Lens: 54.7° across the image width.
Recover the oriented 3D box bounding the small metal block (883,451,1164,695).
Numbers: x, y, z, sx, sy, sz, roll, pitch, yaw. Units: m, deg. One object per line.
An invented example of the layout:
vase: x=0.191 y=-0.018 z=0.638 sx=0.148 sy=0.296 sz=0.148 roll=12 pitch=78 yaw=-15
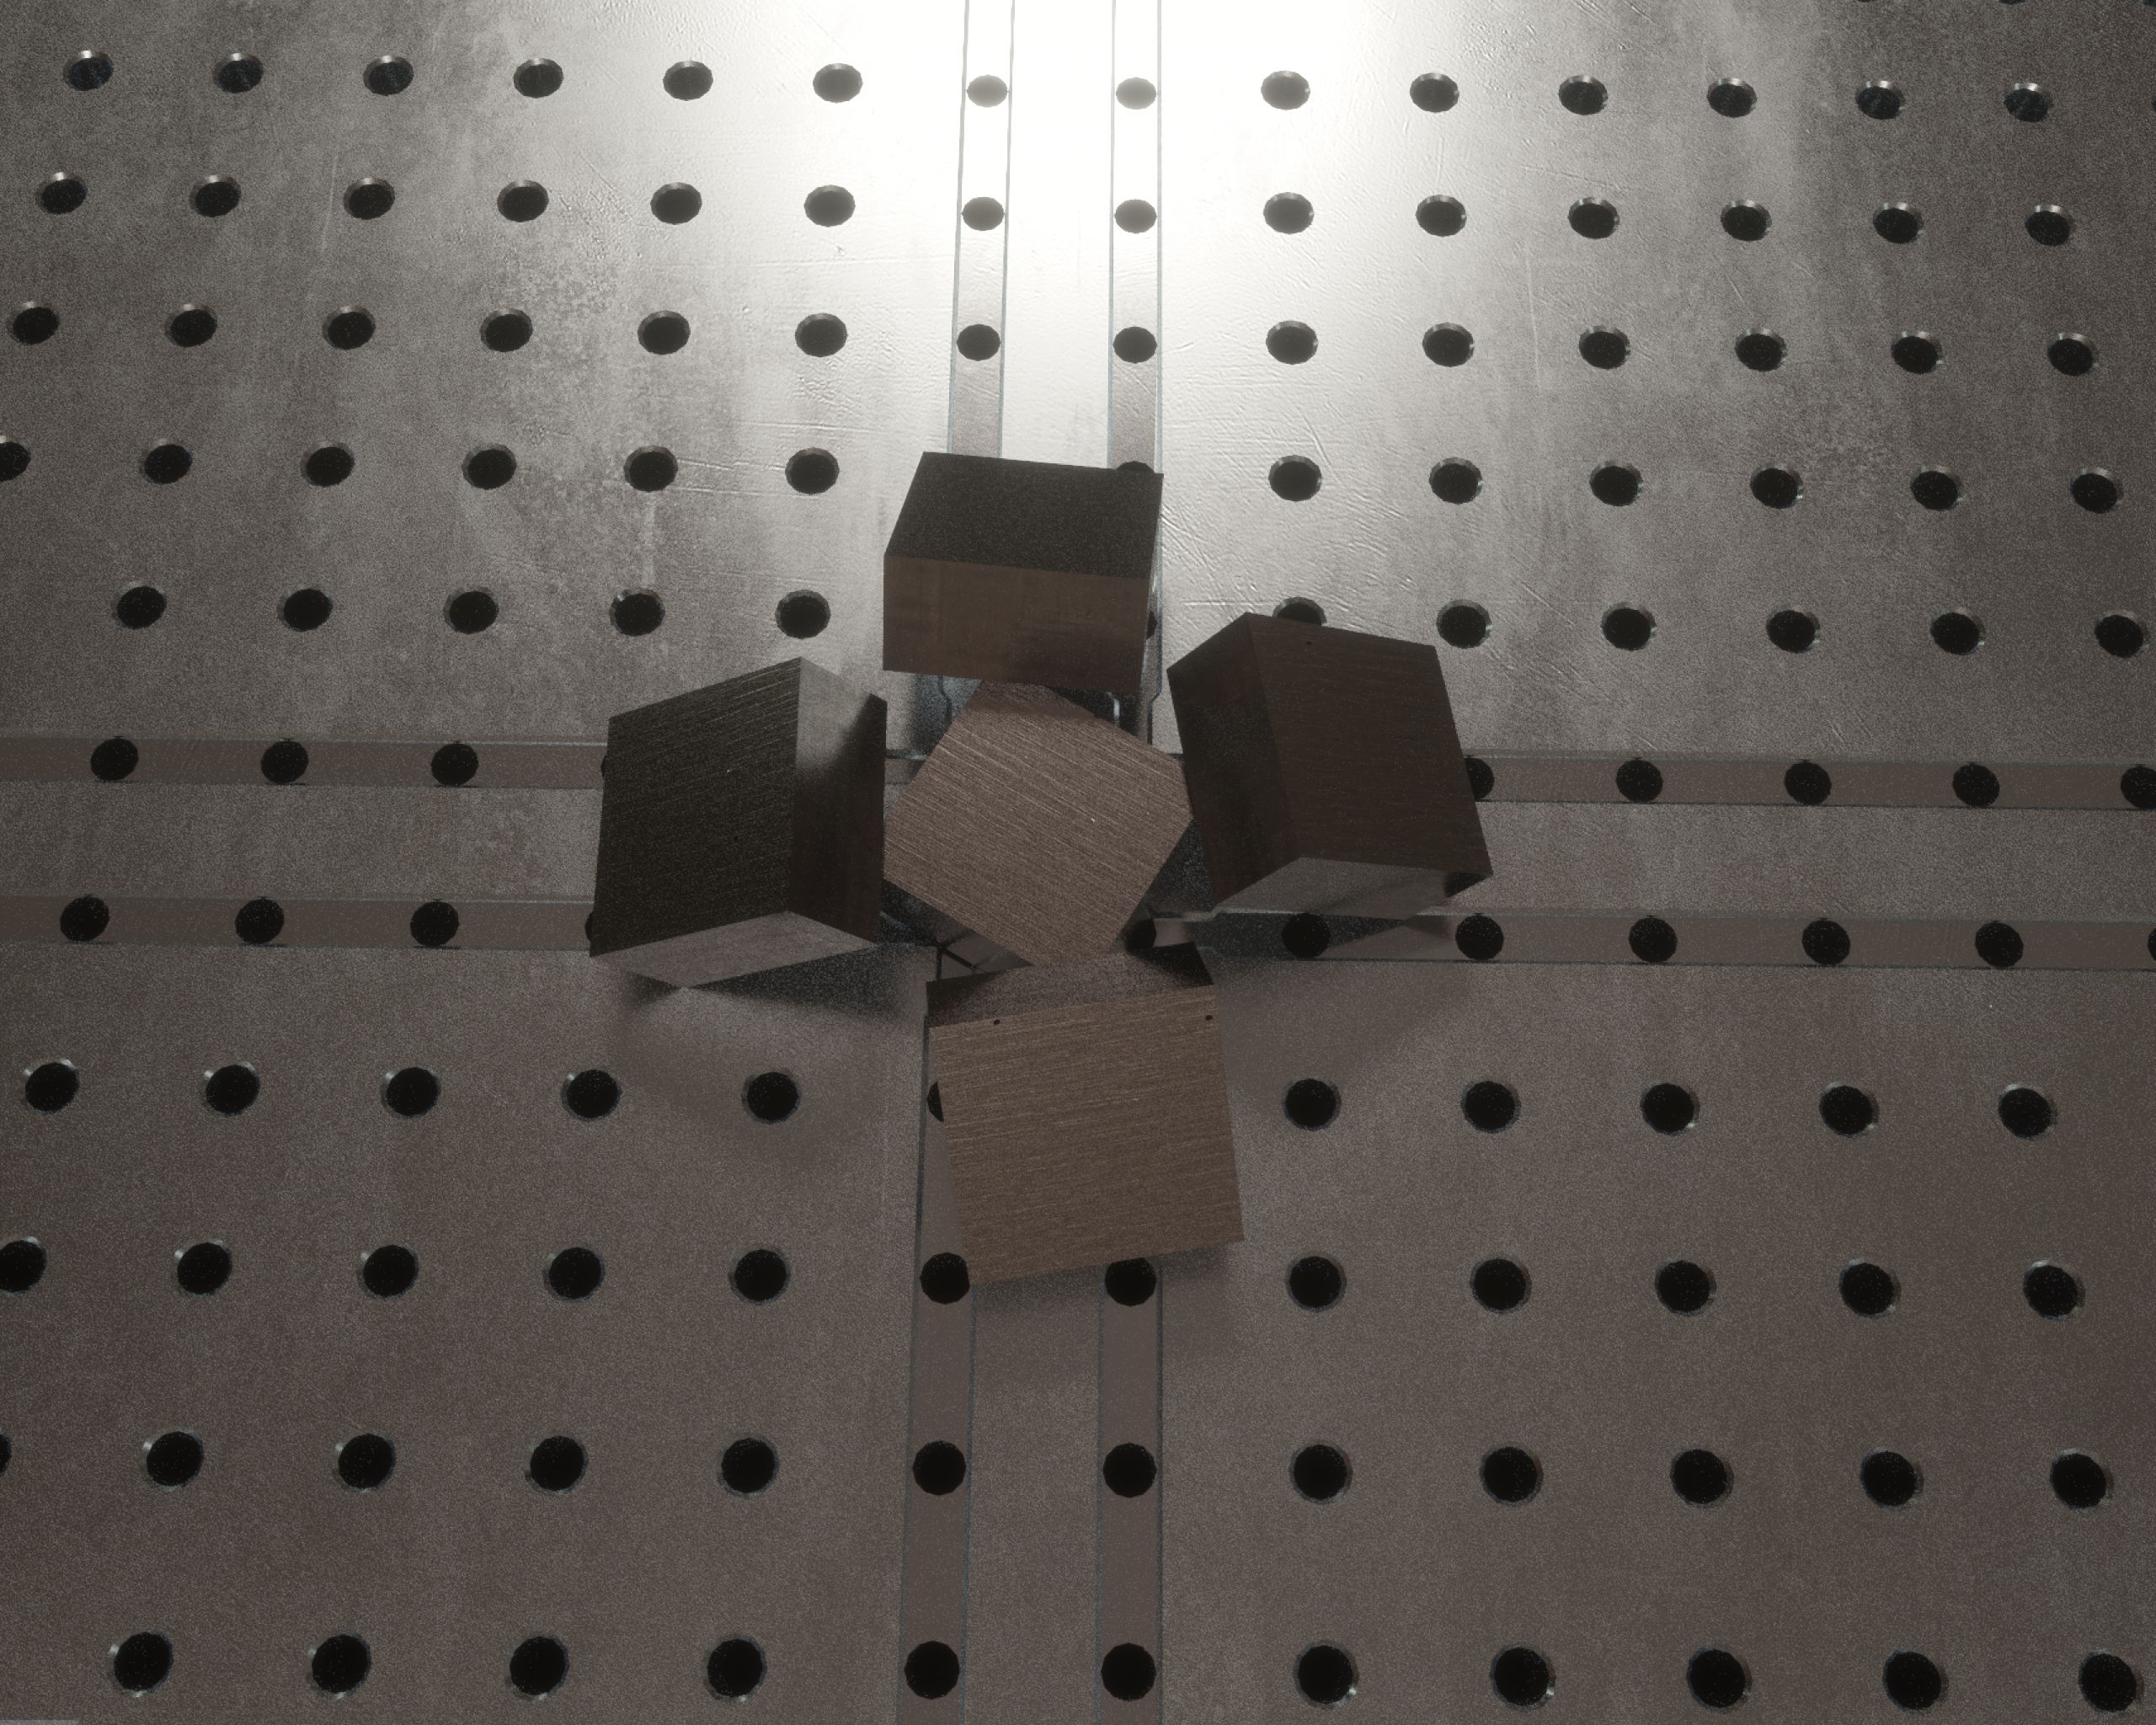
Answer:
small metal block: x=-0.010 y=-0.059 z=0.420 sx=0.050 sy=0.025 sz=0.050 roll=6 pitch=34 yaw=2

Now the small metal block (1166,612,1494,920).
small metal block: x=0.049 y=-0.018 z=0.406 sx=0.050 sy=0.025 sz=0.050 roll=5 pitch=65 yaw=-36

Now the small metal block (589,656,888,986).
small metal block: x=-0.065 y=-0.007 z=0.401 sx=0.050 sy=0.025 sz=0.050 roll=-13 pitch=66 yaw=32

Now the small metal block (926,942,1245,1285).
small metal block: x=0.001 y=0.045 z=0.382 sx=0.050 sy=0.025 sz=0.050 roll=-8 pitch=106 yaw=-4

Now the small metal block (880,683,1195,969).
small metal block: x=-0.008 y=-0.004 z=0.412 sx=0.050 sy=0.025 sz=0.050 roll=30 pitch=72 yaw=10
